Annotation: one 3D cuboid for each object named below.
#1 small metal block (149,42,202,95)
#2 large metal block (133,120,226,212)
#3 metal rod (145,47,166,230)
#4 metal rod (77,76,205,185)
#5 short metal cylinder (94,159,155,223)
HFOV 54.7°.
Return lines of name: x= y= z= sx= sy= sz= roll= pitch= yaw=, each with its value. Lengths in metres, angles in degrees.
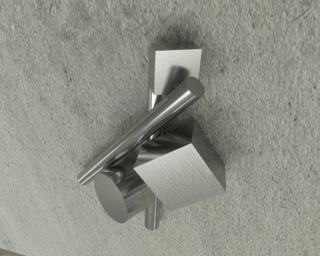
small metal block: x=0.016 y=-0.066 z=0.343 sx=0.050 sy=0.025 sz=0.050 roll=-6 pitch=123 yaw=-14
large metal block: x=0.027 y=0.049 z=0.389 sx=0.080 sy=0.050 sz=0.080 roll=-26 pitch=114 yaw=24
metal rod: x=-0.007 y=0.035 z=0.433 sx=0.025 sy=0.025 sz=0.298 roll=16 pitch=125 yaw=19
metal rod: x=-0.047 y=0.022 z=0.424 sx=0.025 sy=0.025 sz=0.299 roll=47 pitch=136 yaw=-5
short metal cylinder: x=-0.054 y=0.093 z=0.462 sx=0.080 sy=0.050 sz=0.079 roll=27 pitch=129 yaw=39
